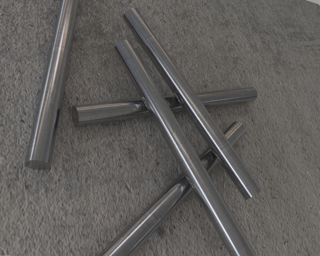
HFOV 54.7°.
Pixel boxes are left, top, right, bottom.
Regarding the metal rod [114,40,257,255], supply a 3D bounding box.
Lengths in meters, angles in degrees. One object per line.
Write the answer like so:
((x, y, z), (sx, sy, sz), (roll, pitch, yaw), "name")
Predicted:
((0.022, 0.017, 0.371), (0.025, 0.025, 0.299), (-19, 72, -35), "metal rod")

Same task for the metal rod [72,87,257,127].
((0.028, -0.035, 0.439), (0.303, 0.025, 0.025), (-10, 67, -32), "metal rod")

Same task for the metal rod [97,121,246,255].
((0.024, 0.073, 0.371), (0.025, 0.025, 0.302), (48, 51, 5), "metal rod")

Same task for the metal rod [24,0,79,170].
((-0.127, -0.091, 0.390), (0.025, 0.025, 0.299), (12, 57, -22), "metal rod")

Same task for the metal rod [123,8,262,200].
((0.036, -0.041, 0.414), (0.025, 0.025, 0.299), (-23, 74, -36), "metal rod")
